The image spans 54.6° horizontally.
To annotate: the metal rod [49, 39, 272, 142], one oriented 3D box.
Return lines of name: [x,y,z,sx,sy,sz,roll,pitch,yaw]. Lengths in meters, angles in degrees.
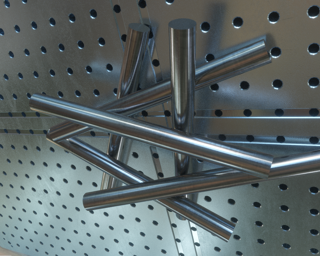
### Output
metal rod: [-0.020,-0.034,0.375,0.300,0.025,0.025,-18,109,26]

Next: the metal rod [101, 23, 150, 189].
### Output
metal rod: [-0.057,0.000,0.442,0.025,0.025,0.298,26,128,12]

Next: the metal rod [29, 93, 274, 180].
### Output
metal rod: [-0.027,0.002,0.356,0.301,0.025,0.025,15,125,21]

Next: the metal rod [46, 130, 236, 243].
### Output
metal rod: [-0.038,0.071,0.437,0.300,0.025,0.025,26,128,17]

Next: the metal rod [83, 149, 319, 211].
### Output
metal rod: [0.040,0.068,0.384,0.300,0.025,0.025,-13,112,17]

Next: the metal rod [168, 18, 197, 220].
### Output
metal rod: [0.028,0.019,0.376,0.025,0.025,0.298,15,135,20]
